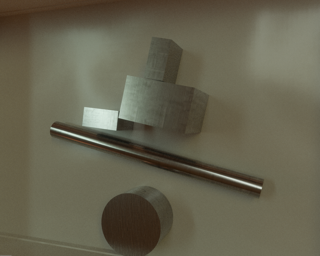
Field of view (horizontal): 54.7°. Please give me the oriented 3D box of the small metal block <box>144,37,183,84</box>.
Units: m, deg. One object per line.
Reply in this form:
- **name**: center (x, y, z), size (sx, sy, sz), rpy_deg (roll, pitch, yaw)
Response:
- **small metal block**: center (0.005, -0.083, 0.395), size (0.025, 0.050, 0.050), rpy_deg (14, 95, 19)

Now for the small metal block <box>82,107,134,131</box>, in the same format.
- **small metal block**: center (-0.068, -0.012, 0.420), size (0.050, 0.050, 0.025), rpy_deg (8, 93, 19)

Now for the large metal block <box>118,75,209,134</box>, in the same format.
- **large metal block**: center (0.008, -0.027, 0.378), size (0.080, 0.080, 0.050), rpy_deg (13, 95, 19)

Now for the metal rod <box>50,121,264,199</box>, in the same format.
- **metal rod**: center (-0.018, 0.037, 0.415), size (0.301, 0.025, 0.025), rpy_deg (14, 95, 19)

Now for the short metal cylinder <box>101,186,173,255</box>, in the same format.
- **short metal cylinder**: center (-0.029, 0.120, 0.406), size (0.080, 0.050, 0.079), rpy_deg (0, 90, 19)
